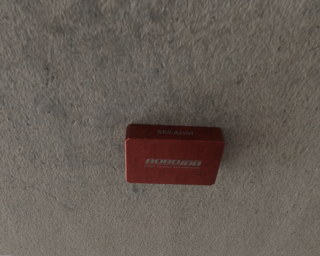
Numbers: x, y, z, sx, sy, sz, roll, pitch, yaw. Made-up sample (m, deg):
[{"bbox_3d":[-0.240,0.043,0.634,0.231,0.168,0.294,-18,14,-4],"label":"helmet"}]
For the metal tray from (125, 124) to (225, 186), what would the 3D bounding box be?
[{"bbox_3d":[0.018,0.040,0.438,0.131,0.030,0.089,2,130,-3],"label":"metal tray"}]
